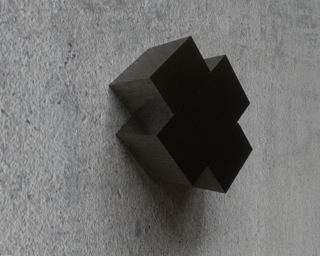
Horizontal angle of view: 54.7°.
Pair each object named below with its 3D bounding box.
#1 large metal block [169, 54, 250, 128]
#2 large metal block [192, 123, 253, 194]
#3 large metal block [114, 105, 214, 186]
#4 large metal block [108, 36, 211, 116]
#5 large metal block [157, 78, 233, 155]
[{"bbox_3d":[0.063,-0.047,0.426,0.050,0.080,0.080,-50,120,-28],"label":"large metal block"},{"bbox_3d":[0.067,0.038,0.430,0.080,0.080,0.050,-50,120,-29],"label":"large metal block"},{"bbox_3d":[0.005,0.020,0.377,0.050,0.080,0.080,-50,120,-28],"label":"large metal block"},{"bbox_3d":[-0.001,-0.060,0.372,0.080,0.080,0.050,-50,120,-29],"label":"large metal block"},{"bbox_3d":[0.034,-0.013,0.402,0.050,0.080,0.080,-50,120,-28],"label":"large metal block"}]
